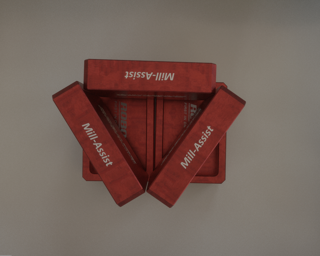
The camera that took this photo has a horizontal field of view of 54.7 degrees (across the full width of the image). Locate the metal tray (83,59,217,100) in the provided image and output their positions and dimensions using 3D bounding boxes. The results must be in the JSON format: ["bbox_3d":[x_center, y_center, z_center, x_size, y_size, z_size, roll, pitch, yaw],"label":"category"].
[{"bbox_3d":[-0.010,-0.051,0.346,0.131,0.090,0.030,2,91,0],"label":"metal tray"}]

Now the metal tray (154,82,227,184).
[{"bbox_3d":[0.039,0.005,0.408,0.091,0.030,0.129,1,89,0],"label":"metal tray"}]

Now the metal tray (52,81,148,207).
[{"bbox_3d":[-0.060,0.015,0.346,0.030,0.090,0.130,-31,90,1],"label":"metal tray"}]

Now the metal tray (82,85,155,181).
[{"bbox_3d":[-0.053,0.003,0.408,0.091,0.030,0.129,0,89,0],"label":"metal tray"}]

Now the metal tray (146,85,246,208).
[{"bbox_3d":[0.036,0.018,0.346,0.030,0.090,0.130,35,90,0],"label":"metal tray"}]
